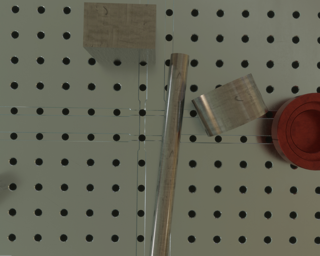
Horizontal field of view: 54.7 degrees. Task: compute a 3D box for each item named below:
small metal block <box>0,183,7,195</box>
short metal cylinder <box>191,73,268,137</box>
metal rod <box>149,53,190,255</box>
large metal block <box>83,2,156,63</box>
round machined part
[{"bbox_3d":[-0.236,0.092,0.398,0.050,0.050,0.025,-44,91,0],"label":"small metal block"},{"bbox_3d":[0.086,-0.028,0.387,0.080,0.080,0.050,-24,91,0],"label":"short metal cylinder"},{"bbox_3d":[0.011,0.051,0.413,0.025,0.025,0.298,6,90,-1],"label":"metal rod"},{"bbox_3d":[-0.045,-0.114,0.385,0.081,0.080,0.050,1,90,-1],"label":"large metal block"},{"bbox_3d":[0.195,0.004,0.408,0.099,0.042,0.097,0,90,-1],"label":"round machined part"}]
